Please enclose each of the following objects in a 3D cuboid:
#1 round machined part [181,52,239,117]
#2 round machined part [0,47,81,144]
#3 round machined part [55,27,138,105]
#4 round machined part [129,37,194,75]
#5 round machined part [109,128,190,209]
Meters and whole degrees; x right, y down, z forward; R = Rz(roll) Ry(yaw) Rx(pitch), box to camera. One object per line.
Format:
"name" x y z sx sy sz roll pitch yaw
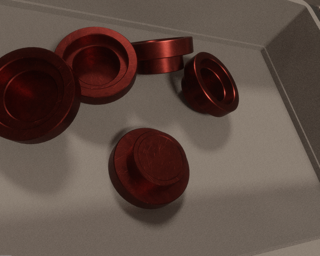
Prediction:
"round machined part" 0.070 -0.060 0.460 0.099 0.042 0.098 24 51 -34
"round machined part" -0.131 -0.031 0.325 0.099 0.042 0.098 -1 77 4
"round machined part" -0.078 -0.073 0.385 0.099 0.042 0.098 3 70 -7
"round machined part" -0.002 -0.101 0.434 0.099 0.098 0.042 -20 112 -36
"round machined part" -0.007 0.042 0.367 0.099 0.042 0.098 14 56 -21
